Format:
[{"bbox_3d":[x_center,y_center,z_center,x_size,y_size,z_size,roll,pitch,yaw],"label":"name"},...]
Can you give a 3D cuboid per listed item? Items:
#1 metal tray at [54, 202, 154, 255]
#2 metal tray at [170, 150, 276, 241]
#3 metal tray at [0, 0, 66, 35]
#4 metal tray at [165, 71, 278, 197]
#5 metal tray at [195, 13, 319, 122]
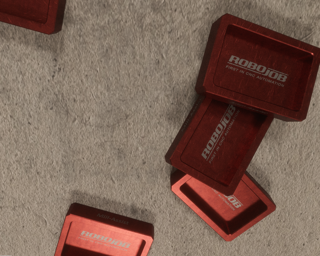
[{"bbox_3d":[-0.084,0.173,0.469,0.131,0.030,0.089,18,109,-7],"label":"metal tray"},{"bbox_3d":[0.089,0.092,0.442,0.090,0.030,0.130,-41,106,13],"label":"metal tray"},{"bbox_3d":[-0.172,-0.166,0.343,0.131,0.030,0.089,14,109,-6],"label":"metal tray"},{"bbox_3d":[0.076,0.007,0.384,0.090,0.030,0.130,31,84,-11],"label":"metal tray"},{"bbox_3d":[0.115,-0.066,0.361,0.131,0.030,0.090,16,87,-12],"label":"metal tray"}]
